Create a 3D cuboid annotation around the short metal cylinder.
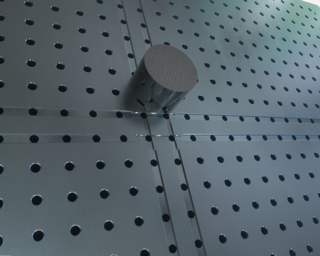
[{"bbox_3d":[0.006,-0.070,0.438,0.081,0.050,0.080,13,56,-21],"label":"short metal cylinder"}]
